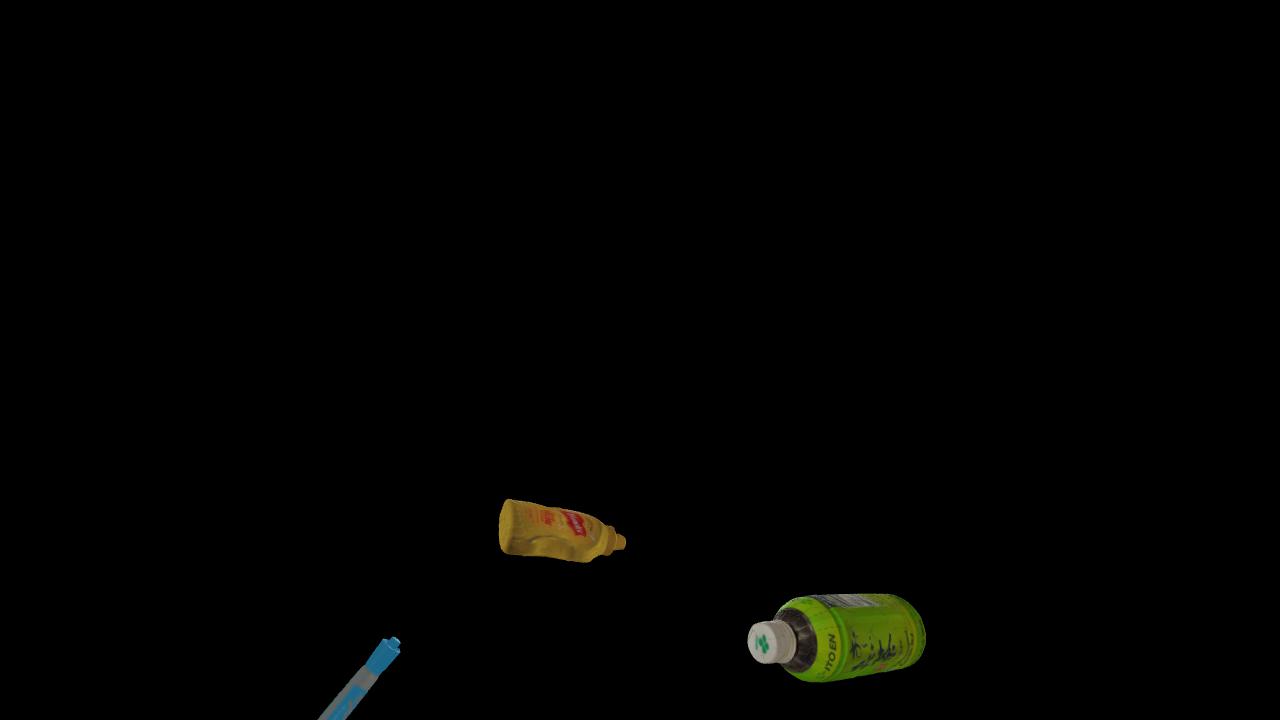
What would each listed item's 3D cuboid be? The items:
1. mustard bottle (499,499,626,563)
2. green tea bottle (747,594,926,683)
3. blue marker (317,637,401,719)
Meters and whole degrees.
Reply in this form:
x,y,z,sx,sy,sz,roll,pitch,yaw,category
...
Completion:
x,y,z,sx,sy,sz,roll,pitch,yaw,category
-0.104,0.248,0.873,0.184,0.054,0.092,16,12,-22,mustard bottle
0.176,0.247,0.553,0.212,0.073,0.073,17,-10,-36,green tea bottle
-0.243,0.282,0.504,0.020,0.121,0.020,34,-20,14,blue marker
